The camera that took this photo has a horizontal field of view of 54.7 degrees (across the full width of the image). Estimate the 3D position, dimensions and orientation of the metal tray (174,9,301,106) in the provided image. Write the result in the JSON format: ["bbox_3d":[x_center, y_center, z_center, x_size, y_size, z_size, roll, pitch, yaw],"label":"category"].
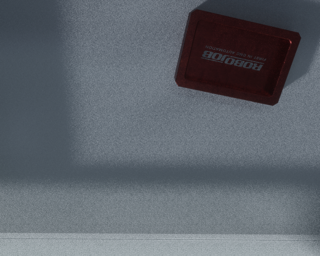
[{"bbox_3d":[0.091,-0.085,0.378,0.131,0.030,0.089,11,110,-5],"label":"metal tray"}]
